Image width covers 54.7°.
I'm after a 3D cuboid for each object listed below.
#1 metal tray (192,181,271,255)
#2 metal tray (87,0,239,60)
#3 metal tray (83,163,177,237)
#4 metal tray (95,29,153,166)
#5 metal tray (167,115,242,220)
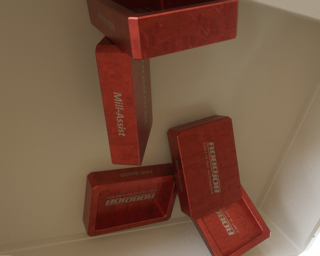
[{"bbox_3d":[0.095,0.129,0.479,0.091,0.130,0.030,-27,164,-13],"label":"metal tray"},{"bbox_3d":[-0.005,-0.102,0.276,0.091,0.130,0.030,-17,125,-19],"label":"metal tray"},{"bbox_3d":[-0.040,0.102,0.448,0.131,0.030,0.089,-3,120,-27],"label":"metal tray"},{"bbox_3d":[-0.032,-0.037,0.325,0.030,0.090,0.129,2,124,7],"label":"metal tray"},{"bbox_3d":[0.066,0.054,0.444,0.091,0.030,0.129,-16,104,-24],"label":"metal tray"}]
